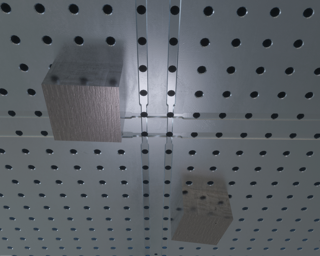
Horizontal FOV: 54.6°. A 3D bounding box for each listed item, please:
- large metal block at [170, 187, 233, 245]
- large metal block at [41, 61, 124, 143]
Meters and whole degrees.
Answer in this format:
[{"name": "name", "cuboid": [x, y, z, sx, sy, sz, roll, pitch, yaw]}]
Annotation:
[{"name": "large metal block", "cuboid": [0.067, 0.150, 0.523, 0.080, 0.050, 0.079, 10, 130, -8]}, {"name": "large metal block", "cuboid": [-0.085, -0.030, 0.369, 0.080, 0.050, 0.080, 2, 130, -2]}]
